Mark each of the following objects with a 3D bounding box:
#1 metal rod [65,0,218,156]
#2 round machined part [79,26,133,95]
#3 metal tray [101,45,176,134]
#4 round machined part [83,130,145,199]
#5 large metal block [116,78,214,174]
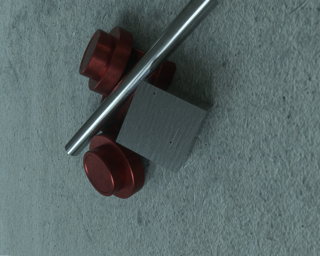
[{"bbox_3d":[-0.042,-0.053,0.402,0.299,0.025,0.025,-42,65,31],"label":"metal rod"},{"bbox_3d":[-0.080,-0.099,0.435,0.098,0.042,0.098,-41,37,42],"label":"round machined part"},{"bbox_3d":[-0.038,-0.043,0.435,0.090,0.030,0.129,31,109,35],"label":"metal tray"},{"bbox_3d":[-0.070,0.055,0.431,0.098,0.042,0.097,24,127,37],"label":"round machined part"},{"bbox_3d":[0.006,-0.006,0.366,0.080,0.050,0.079,27,108,11],"label":"large metal block"}]
